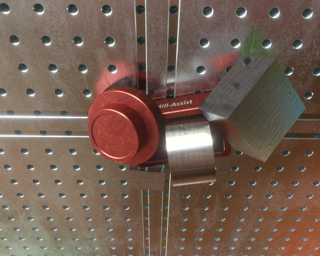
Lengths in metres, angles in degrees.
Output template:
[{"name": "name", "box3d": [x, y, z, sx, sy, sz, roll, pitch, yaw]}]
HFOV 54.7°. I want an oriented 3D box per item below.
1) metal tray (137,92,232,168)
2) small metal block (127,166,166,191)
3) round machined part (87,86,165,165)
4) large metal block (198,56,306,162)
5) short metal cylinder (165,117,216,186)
[{"name": "metal tray", "box3d": [0.025, 0.004, 0.409, 0.131, 0.030, 0.090, -9, 130, 7]}, {"name": "small metal block", "box3d": [-0.020, 0.069, 0.446, 0.050, 0.050, 0.025, 6, 96, -5]}, {"name": "round machined part", "box3d": [-0.047, 0.002, 0.372, 0.098, 0.042, 0.097, 10, 117, 20]}, {"name": "large metal block", "box3d": [0.104, -0.022, 0.347, 0.080, 0.050, 0.080, -51, 121, -8]}, {"name": "short metal cylinder", "box3d": [0.037, 0.029, 0.379, 0.050, 0.080, 0.080, -7, 130, 5]}]
